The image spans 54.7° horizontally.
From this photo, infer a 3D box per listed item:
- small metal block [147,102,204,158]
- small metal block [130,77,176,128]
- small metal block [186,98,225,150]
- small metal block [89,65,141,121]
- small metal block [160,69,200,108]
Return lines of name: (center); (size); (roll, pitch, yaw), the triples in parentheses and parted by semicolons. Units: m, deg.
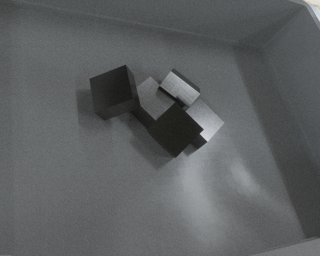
small metal block: (0.019, 0.003, 0.398); (0.050, 0.025, 0.050); (45, 82, 3)
small metal block: (-0.014, -0.034, 0.418); (0.050, 0.025, 0.050); (44, 51, 2)
small metal block: (0.055, -0.006, 0.439); (0.050, 0.025, 0.050); (46, 51, 3)
small metal block: (-0.056, -0.043, 0.384); (0.050, 0.025, 0.050); (-19, 64, 11)
small metal block: (0.030, -0.058, 0.442); (0.050, 0.025, 0.050); (37, 16, -4)
